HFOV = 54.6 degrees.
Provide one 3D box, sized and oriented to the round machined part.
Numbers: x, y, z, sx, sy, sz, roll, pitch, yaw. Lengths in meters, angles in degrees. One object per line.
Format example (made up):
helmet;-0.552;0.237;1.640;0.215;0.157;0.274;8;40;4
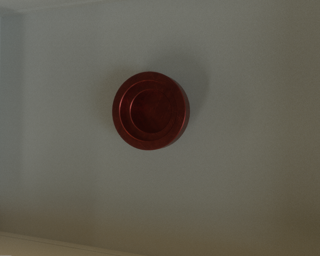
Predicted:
round machined part;-0.009;-0.021;0.402;0.098;0.042;0.097;0;90;20
